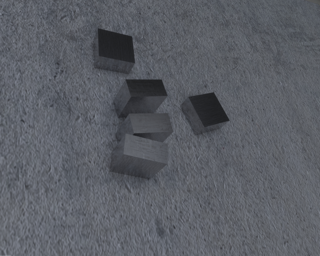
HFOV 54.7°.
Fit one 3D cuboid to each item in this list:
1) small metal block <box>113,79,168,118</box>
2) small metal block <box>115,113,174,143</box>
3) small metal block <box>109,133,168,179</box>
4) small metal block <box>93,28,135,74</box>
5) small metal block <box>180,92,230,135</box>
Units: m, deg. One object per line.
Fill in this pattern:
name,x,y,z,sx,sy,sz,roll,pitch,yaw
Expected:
small metal block,-0.026,-0.037,0.396,0.050,0.050,0.025,-5,65,-31
small metal block,-0.020,0.006,0.373,0.050,0.050,0.025,-2,63,-29
small metal block,-0.025,0.034,0.353,0.050,0.050,0.025,15,56,-20
small metal block,-0.065,-0.107,0.434,0.050,0.025,0.050,6,59,-25
small metal block,0.065,-0.021,0.452,0.050,0.025,0.050,-13,69,-34
